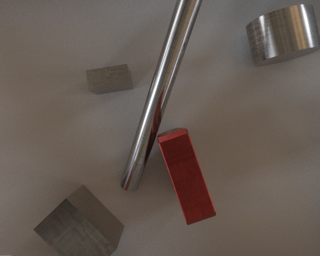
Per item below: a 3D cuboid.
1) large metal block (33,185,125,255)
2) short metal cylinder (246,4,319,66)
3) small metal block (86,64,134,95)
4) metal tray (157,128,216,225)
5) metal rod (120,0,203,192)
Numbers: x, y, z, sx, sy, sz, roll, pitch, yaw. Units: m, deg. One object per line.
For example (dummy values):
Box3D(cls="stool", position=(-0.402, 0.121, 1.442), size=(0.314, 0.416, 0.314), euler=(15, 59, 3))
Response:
Box3D(cls="large metal block", position=(-0.094, 0.123, 0.383), size=(0.050, 0.080, 0.080), euler=(-44, 91, 0))
Box3D(cls="short metal cylinder", position=(0.153, -0.112, 0.386), size=(0.080, 0.080, 0.050), euler=(-12, 90, 0))
Box3D(cls="small metal block", position=(-0.063, -0.061, 0.398), size=(0.050, 0.050, 0.025), euler=(-9, 90, 0))
Box3D(cls="metal tray", position=(0.026, 0.047, 0.359), size=(0.030, 0.130, 0.090), euler=(-19, 90, 0))
Box3D(cls="metal rod", position=(0.003, -0.052, 0.353), size=(0.025, 0.025, 0.298), euler=(19, 114, -1))
